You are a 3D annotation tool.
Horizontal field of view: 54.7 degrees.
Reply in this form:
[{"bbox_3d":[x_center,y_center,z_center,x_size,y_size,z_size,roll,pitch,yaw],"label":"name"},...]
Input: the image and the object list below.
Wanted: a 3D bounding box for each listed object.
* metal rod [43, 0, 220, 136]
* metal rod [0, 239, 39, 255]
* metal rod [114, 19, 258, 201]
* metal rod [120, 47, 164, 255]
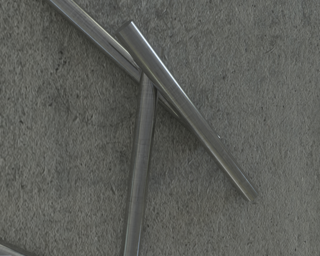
[{"bbox_3d":[-0.034,-0.077,0.396,0.300,0.025,0.025,41,77,-16],"label":"metal rod"},{"bbox_3d":[-0.137,0.165,0.358,0.301,0.025,0.025,33,79,-17],"label":"metal rod"},{"bbox_3d":[0.048,-0.004,0.391,0.025,0.025,0.300,-47,118,-14],"label":"metal rod"},{"bbox_3d":[-0.025,0.052,0.384,0.025,0.025,0.298,5,94,-20],"label":"metal rod"}]
